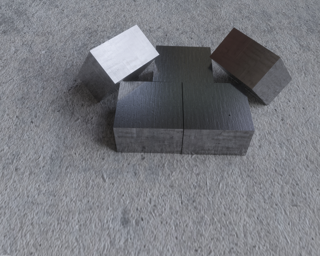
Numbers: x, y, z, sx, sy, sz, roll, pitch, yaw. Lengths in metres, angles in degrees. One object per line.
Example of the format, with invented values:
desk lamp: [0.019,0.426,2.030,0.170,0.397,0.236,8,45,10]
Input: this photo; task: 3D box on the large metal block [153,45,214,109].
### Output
large metal block: [0.032,-0.075,0.452,0.081,0.050,0.080,2,50,1]

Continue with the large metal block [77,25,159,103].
large metal block: [-0.060,-0.087,0.433,0.080,0.080,0.050,-40,95,-28]

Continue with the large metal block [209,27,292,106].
large metal block: [0.128,-0.084,0.433,0.050,0.080,0.080,-50,58,12]

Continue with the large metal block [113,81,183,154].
large metal block: [-0.013,-0.014,0.400,0.081,0.050,0.080,1,50,0]

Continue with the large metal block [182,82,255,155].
large metal block: [0.069,-0.013,0.397,0.081,0.050,0.080,1,50,0]
